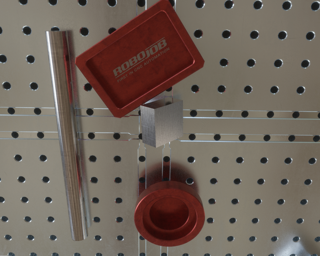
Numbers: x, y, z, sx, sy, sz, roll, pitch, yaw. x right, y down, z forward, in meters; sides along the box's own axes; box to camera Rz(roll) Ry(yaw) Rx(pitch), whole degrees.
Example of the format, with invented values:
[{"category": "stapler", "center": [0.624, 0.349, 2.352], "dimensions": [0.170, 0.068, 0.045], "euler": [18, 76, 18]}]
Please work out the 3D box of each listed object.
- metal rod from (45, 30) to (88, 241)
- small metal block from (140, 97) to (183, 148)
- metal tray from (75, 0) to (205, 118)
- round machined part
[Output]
[{"category": "metal rod", "center": [-0.123, 0.024, 0.420], "dimensions": [0.025, 0.025, 0.298], "euler": [0, 110, 0]}, {"category": "small metal block", "center": [0.003, -0.008, 0.396], "dimensions": [0.050, 0.025, 0.050], "euler": [-21, 117, -41]}, {"category": "metal tray", "center": [-0.024, -0.083, 0.379], "dimensions": [0.130, 0.030, 0.090], "euler": [-31, 108, 10]}, {"category": "round machined part", "center": [0.013, 0.119, 0.448], "dimensions": [0.099, 0.042, 0.097], "euler": [0, 110, -1]}]
